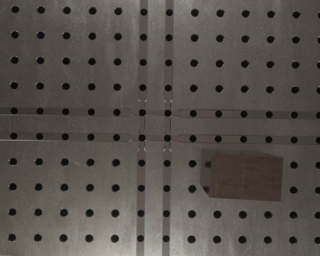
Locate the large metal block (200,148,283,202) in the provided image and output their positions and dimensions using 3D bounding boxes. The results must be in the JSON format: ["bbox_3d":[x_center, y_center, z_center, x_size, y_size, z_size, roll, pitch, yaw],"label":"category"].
[{"bbox_3d":[0.097,0.055,0.387,0.081,0.080,0.050,3,90,-1],"label":"large metal block"}]
